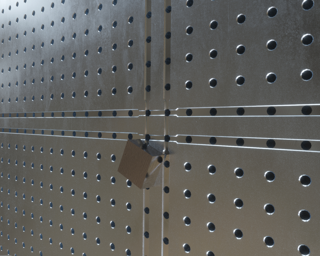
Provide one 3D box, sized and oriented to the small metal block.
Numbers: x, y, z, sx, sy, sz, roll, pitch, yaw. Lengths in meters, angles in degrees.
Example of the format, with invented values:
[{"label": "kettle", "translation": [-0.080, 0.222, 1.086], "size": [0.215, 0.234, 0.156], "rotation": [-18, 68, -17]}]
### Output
[{"label": "small metal block", "translation": [-0.027, 0.049, 0.430], "size": [0.050, 0.025, 0.050], "rotation": [30, 109, 35]}]
